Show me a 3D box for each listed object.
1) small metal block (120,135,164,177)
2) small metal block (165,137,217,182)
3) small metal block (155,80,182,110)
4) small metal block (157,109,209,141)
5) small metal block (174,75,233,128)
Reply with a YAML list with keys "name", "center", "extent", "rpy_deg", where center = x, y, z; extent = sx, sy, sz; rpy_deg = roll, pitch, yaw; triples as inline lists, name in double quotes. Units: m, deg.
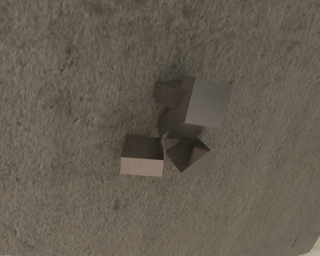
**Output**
- name: "small metal block"
  center: [-0.022, 0.035, 0.391]
  extent: [0.050, 0.050, 0.025]
  rpy_deg: [5, 119, -3]
- name: "small metal block"
  center: [0.043, 0.041, 0.441]
  extent: [0.050, 0.050, 0.025]
  rpy_deg: [-37, 130, -4]
- name: "small metal block"
  center: [0.027, -0.043, 0.378]
  extent: [0.050, 0.050, 0.025]
  rpy_deg: [-10, 109, -24]
- name: "small metal block"
  center: [0.032, -0.006, 0.406]
  extent: [0.050, 0.025, 0.050]
  rpy_deg: [6, 152, -32]
- name: "small metal block"
  center: [0.048, -0.029, 0.349]
  extent: [0.050, 0.025, 0.050]
  rpy_deg: [7, 102, -28]
